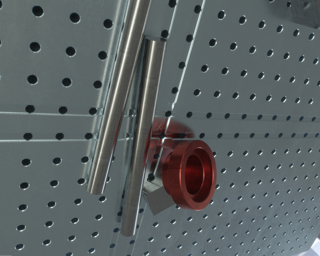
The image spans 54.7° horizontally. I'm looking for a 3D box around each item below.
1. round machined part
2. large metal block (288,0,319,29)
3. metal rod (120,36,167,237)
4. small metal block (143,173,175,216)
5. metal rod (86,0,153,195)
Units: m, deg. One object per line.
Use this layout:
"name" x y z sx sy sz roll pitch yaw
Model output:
"round machined part" 0.039 0.066 0.444 0.099 0.042 0.097 7 81 -52
"large metal block" 0.212 -0.187 0.398 0.080 0.050 0.080 -43 130 1
"metal rod" -0.027 0.030 0.416 0.025 0.025 0.298 -5 121 -27
"small metal block" 0.001 0.099 0.475 0.050 0.025 0.050 -26 128 -13
"metal rod" -0.046 -0.049 0.356 0.025 0.025 0.298 3 117 -30
